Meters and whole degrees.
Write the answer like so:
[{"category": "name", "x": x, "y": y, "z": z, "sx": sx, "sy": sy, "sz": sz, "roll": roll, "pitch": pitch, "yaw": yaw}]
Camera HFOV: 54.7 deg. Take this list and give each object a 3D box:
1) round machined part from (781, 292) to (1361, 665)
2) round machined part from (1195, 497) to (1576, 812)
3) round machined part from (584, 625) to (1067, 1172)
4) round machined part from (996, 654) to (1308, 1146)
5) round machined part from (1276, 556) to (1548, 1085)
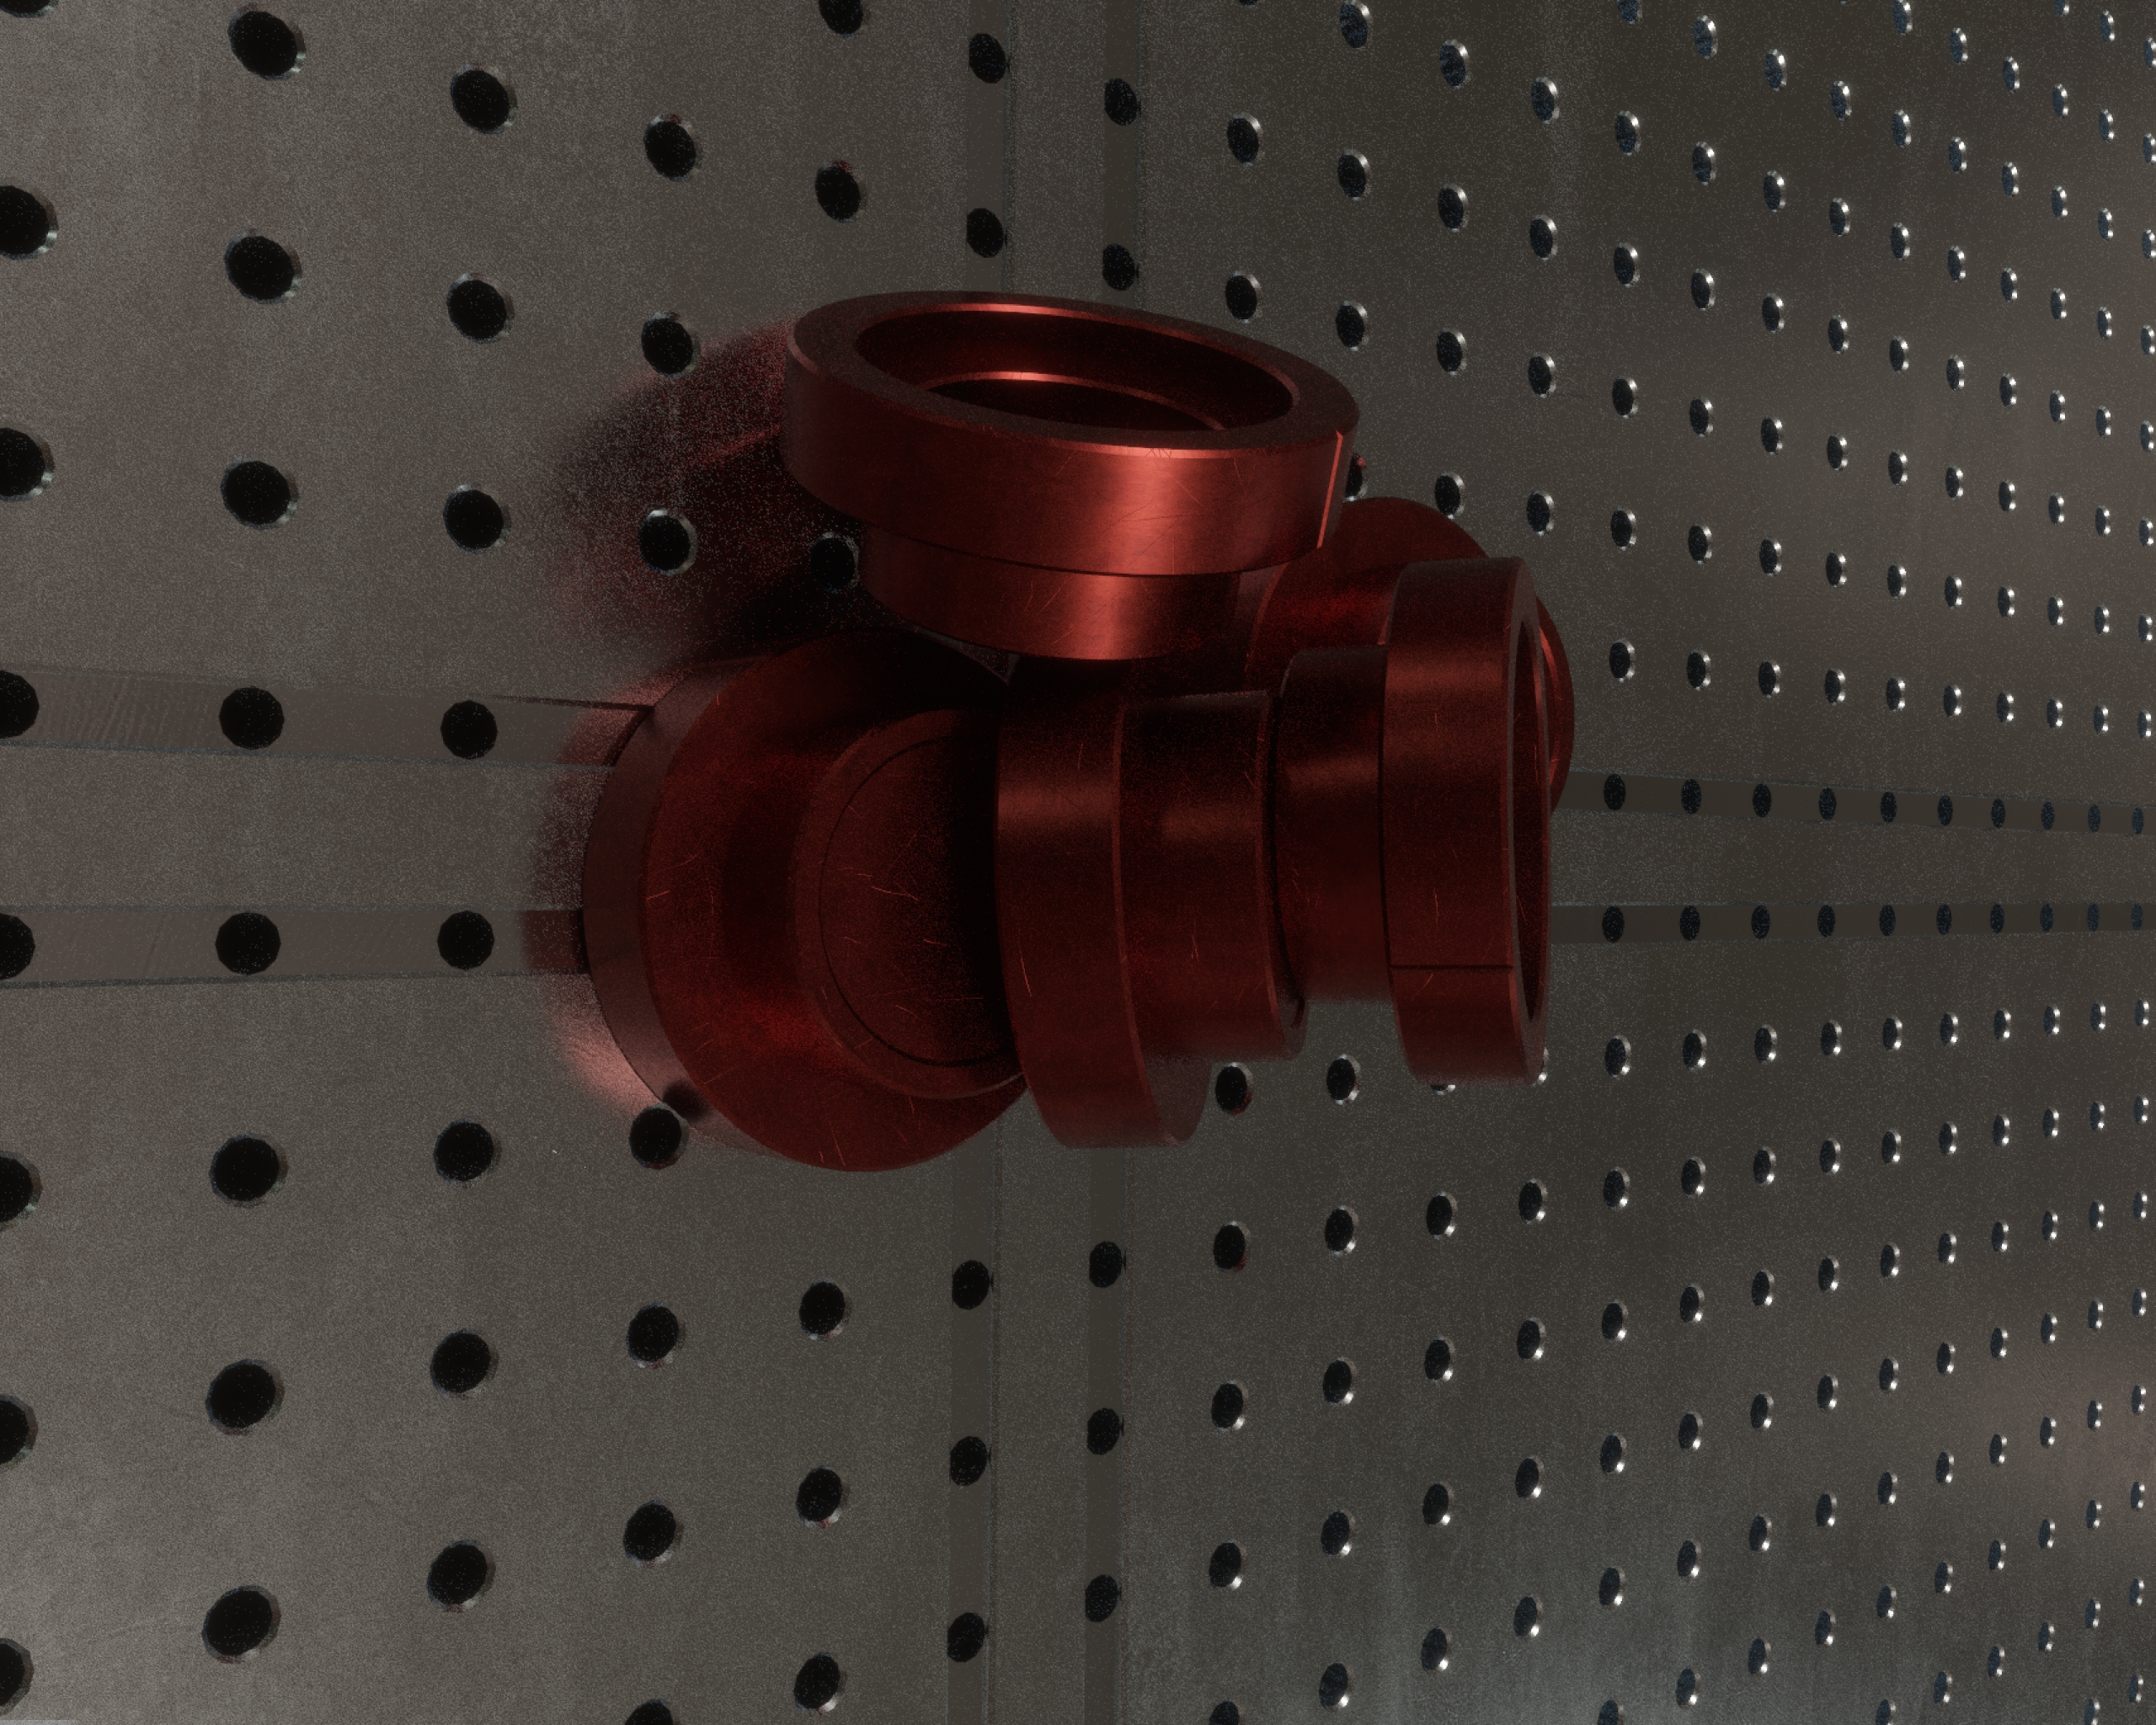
[{"category": "round machined part", "x": -0.003, "y": -0.067, "z": 0.367, "sx": 0.099, "sy": 0.098, "sz": 0.042, "roll": -16, "pitch": 126, "yaw": -39}, {"category": "round machined part", "x": 0.073, "y": -0.032, "z": 0.461, "sx": 0.099, "sy": 0.042, "sz": 0.097, "roll": 0, "pitch": 90, "yaw": -40}, {"category": "round machined part", "x": -0.034, "y": 0.006, "z": 0.372, "sx": 0.099, "sy": 0.042, "sz": 0.097, "roll": 0, "pitch": 90, "yaw": -40}, {"category": "round machined part", "x": 0.018, "y": 0.003, "z": 0.384, "sx": 0.098, "sy": 0.042, "sz": 0.097, "roll": -4, "pitch": 91, "yaw": -77}, {"category": "round machined part", "x": 0.063, "y": -0.007, "z": 0.391, "sx": 0.098, "sy": 0.042, "sz": 0.097, "roll": -2, "pitch": 91, "yaw": -73}]
